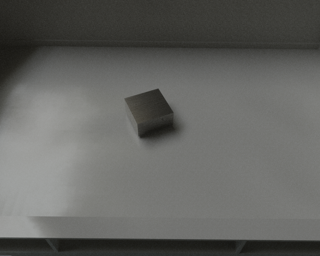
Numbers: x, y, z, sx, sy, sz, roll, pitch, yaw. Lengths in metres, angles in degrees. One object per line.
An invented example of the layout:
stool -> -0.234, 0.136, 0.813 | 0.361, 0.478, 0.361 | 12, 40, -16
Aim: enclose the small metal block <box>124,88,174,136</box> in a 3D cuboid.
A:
small metal block -> -0.015, -0.022, 0.419 | 0.050, 0.025, 0.050 | -18, 53, -15
